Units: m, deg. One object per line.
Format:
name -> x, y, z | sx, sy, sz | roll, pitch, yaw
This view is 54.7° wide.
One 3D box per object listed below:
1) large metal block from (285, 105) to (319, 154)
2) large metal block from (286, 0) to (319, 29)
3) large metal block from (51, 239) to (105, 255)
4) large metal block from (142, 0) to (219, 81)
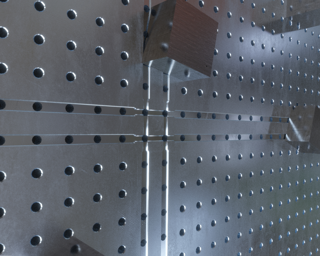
large metal block -> 0.318, 0.004, 0.664 | 0.080, 0.050, 0.080 | 27, 73, -37
large metal block -> 0.325, -0.253, 0.649 | 0.081, 0.080, 0.050 | 7, 86, -40
large metal block -> -0.074, 0.171, 0.313 | 0.050, 0.080, 0.080 | -27, 108, -37
large metal block -> 0.029, -0.116, 0.419 | 0.081, 0.050, 0.080 | 16, 80, -39
